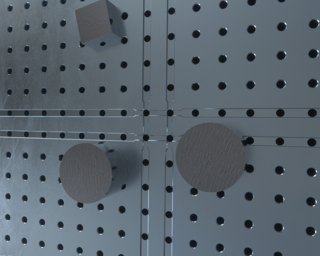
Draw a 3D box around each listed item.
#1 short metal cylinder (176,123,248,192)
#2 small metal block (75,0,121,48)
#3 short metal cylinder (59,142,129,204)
[{"bbox_3d":[0.065,0.033,0.376,0.080,0.050,0.080,0,90,20],"label":"short metal cylinder"},{"bbox_3d":[-0.089,-0.149,0.444,0.050,0.025,0.050,-13,86,19],"label":"small metal block"},{"bbox_3d":[-0.090,0.060,0.431,0.080,0.050,0.080,0,90,20],"label":"short metal cylinder"}]
